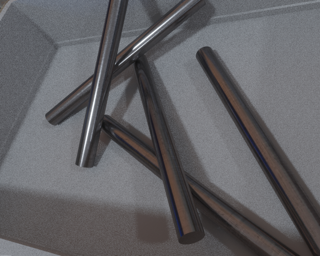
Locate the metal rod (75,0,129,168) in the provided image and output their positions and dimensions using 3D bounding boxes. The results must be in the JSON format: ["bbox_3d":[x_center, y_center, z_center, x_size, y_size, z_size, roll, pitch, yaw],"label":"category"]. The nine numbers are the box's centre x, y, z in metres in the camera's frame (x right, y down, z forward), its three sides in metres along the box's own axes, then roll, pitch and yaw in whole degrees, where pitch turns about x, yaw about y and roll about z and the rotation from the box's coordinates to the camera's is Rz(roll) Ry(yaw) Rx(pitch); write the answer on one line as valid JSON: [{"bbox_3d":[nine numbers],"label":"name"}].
[{"bbox_3d":[-0.073,-0.093,0.422,0.025,0.025,0.298,15,95,34],"label":"metal rod"}]

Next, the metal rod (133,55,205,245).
[{"bbox_3d":[-0.002,-0.003,0.386,0.025,0.025,0.300,-27,45,11],"label":"metal rod"}]

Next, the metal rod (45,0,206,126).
[{"bbox_3d":[-0.061,-0.098,0.467,0.300,0.025,0.025,-35,51,16],"label":"metal rod"}]

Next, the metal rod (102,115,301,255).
[{"bbox_3d":[0.017,0.057,0.361,0.300,0.025,0.025,33,80,38],"label":"metal rod"}]

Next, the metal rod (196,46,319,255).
[{"bbox_3d":[0.105,0.007,0.346,0.025,0.025,0.299,-29,52,10],"label":"metal rod"}]
